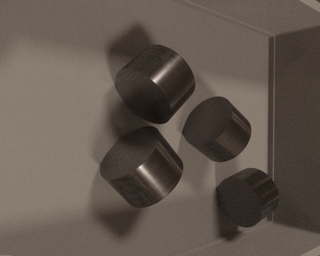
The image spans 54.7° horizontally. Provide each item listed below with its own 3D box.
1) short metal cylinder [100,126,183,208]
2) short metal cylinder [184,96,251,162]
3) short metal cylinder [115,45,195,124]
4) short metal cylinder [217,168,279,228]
[{"bbox_3d":[-0.021,0.043,0.355,0.080,0.080,0.050,-52,121,-27],"label":"short metal cylinder"},{"bbox_3d":[0.081,0.002,0.441,0.050,0.080,0.080,38,67,-34],"label":"short metal cylinder"},{"bbox_3d":[-0.006,-0.051,0.368,0.050,0.080,0.080,-49,119,-29],"label":"short metal cylinder"},{"bbox_3d":[0.138,0.109,0.490,0.050,0.080,0.079,-16,101,-39],"label":"short metal cylinder"}]
